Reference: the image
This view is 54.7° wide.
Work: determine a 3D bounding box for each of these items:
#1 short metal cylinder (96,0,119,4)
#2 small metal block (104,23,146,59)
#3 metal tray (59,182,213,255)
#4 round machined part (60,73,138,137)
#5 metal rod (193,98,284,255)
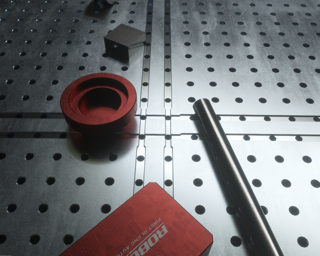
[{"bbox_3d":[-0.112,-0.295,0.618,0.050,0.080,0.080,20,53,16],"label":"short metal cylinder"},{"bbox_3d":[-0.060,-0.150,0.533,0.050,0.025,0.050,26,54,19],"label":"small metal block"},{"bbox_3d":[-0.024,0.124,0.300,0.131,0.030,0.090,-36,59,-27],"label":"metal tray"},{"bbox_3d":[-0.080,-0.027,0.419,0.099,0.042,0.098,0,50,0],"label":"round machined part"},{"bbox_3d":[0.093,0.079,0.342,0.025,0.025,0.300,-10,51,-9],"label":"metal rod"}]
